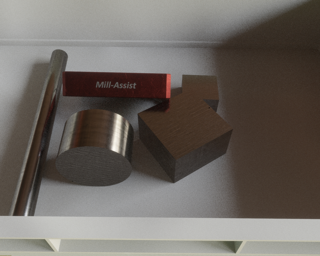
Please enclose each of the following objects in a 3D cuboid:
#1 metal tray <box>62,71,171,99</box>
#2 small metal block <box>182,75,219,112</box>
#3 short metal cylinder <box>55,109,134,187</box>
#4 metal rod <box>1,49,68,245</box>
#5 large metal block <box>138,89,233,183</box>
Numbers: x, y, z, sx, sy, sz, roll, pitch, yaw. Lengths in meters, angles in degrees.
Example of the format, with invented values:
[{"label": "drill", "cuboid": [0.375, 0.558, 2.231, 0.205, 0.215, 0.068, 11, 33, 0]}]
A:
[{"label": "metal tray", "cuboid": [-0.052, -0.057, 0.414, 0.131, 0.030, 0.090, 1, 7, 1]}, {"label": "small metal block", "cuboid": [0.057, -0.051, 0.448, 0.050, 0.025, 0.050, 2, 50, 1]}, {"label": "short metal cylinder", "cuboid": [-0.071, 0.024, 0.348, 0.081, 0.080, 0.050, 0, 50, -1]}, {"label": "metal rod", "cuboid": [-0.153, -0.002, 0.404, 0.025, 0.025, 0.300, -2, 50, -2]}, {"label": "large metal block", "cuboid": [0.029, 0.007, 0.383, 0.081, 0.050, 0.080, -26, 55, -21]}]
